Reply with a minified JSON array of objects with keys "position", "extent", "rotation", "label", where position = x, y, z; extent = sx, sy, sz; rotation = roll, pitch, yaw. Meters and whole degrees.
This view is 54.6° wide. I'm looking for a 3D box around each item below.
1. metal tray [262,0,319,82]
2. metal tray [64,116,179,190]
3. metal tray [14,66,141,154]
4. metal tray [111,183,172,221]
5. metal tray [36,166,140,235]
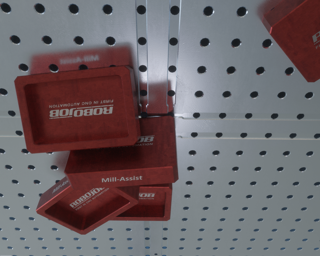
[{"position":[0.184,-0.116,0.311],"extent":[0.130,0.030,0.090],"rotation":[-37,122,27],"label":"metal tray"},{"position":[-0.044,0.029,0.392],"extent":[0.131,0.090,0.030],"rotation":[-5,132,4],"label":"metal tray"},{"position":[-0.093,-0.022,0.362],"extent":[0.131,0.030,0.089],"rotation":[-5,101,4],"label":"metal tray"},{"position":[-0.047,0.112,0.503],"extent":[0.131,0.030,0.089],"rotation":[1,130,-1],"label":"metal tray"},{"position":[-0.105,0.104,0.455],"extent":[0.130,0.030,0.090],"rotation":[-36,122,26],"label":"metal tray"}]
